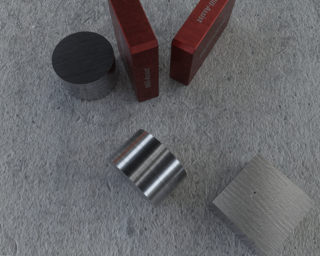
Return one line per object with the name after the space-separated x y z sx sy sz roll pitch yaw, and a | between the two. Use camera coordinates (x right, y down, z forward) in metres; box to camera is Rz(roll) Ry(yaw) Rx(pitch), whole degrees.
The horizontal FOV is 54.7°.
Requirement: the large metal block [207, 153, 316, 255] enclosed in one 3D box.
0.114 0.090 0.363 0.080 0.050 0.080 -43 76 -14 | large metal block

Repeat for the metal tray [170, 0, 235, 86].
0.059 -0.132 0.422 0.030 0.090 0.130 30 73 10 | metal tray

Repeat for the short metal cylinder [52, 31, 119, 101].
-0.100 -0.084 0.425 0.081 0.050 0.080 0 70 0 | short metal cylinder

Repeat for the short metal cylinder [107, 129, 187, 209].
-0.015 0.047 0.362 0.080 0.080 0.050 42 76 14 | short metal cylinder

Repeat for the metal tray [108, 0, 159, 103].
-0.031 -0.099 0.388 0.030 0.130 0.090 -20 71 -7 | metal tray
